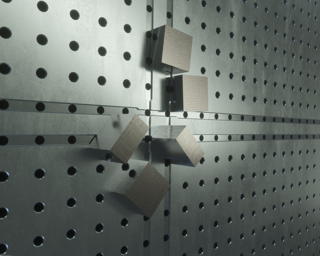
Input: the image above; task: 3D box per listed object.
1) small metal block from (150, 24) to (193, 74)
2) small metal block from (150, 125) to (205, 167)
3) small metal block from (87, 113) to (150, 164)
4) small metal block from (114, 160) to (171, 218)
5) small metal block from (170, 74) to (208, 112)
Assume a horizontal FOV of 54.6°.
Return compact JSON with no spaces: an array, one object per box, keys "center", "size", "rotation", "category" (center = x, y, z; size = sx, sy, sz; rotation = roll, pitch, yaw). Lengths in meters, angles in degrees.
[{"center":[0.016,-0.105,0.421],"size":[0.050,0.025,0.050],"rotation":[10,84,-40],"category":"small metal block"},{"center":[0.023,0.023,0.411],"size":[0.025,0.050,0.050],"rotation":[-50,120,-28],"category":"small metal block"},{"center":[-0.047,0.011,0.352],"size":[0.025,0.050,0.050],"rotation":[47,62,-30],"category":"small metal block"},{"center":[-0.021,0.076,0.391],"size":[0.050,0.025,0.050],"rotation":[50,61,-28],"category":"small metal block"},{"center":[0.042,-0.048,0.443],"size":[0.050,0.025,0.050],"rotation":[-3,92,-40],"category":"small metal block"}]
